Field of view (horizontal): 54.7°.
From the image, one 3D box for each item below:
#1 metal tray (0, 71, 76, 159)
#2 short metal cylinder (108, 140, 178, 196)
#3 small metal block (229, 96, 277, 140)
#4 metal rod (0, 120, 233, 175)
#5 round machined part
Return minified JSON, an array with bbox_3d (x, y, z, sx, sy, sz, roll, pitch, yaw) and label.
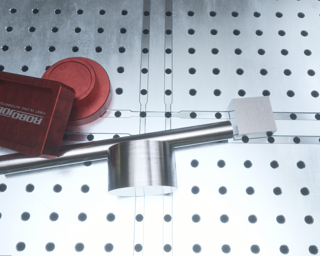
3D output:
[{"bbox_3d":[-0.177,-0.020,0.384,0.130,0.030,0.090,12,84,20],"label":"metal tray"},{"bbox_3d":[-0.021,0.050,0.364,0.081,0.080,0.050,-3,70,-2],"label":"short metal cylinder"},{"bbox_3d":[0.124,-0.014,0.418,0.050,0.025,0.050,-5,70,-3],"label":"small metal block"},{"bbox_3d":[-0.056,0.025,0.401,0.302,0.025,0.025,-9,70,-4],"label":"metal rod"},{"bbox_3d":[-0.117,-0.056,0.421,0.099,0.042,0.098,0,70,0],"label":"round machined part"}]
